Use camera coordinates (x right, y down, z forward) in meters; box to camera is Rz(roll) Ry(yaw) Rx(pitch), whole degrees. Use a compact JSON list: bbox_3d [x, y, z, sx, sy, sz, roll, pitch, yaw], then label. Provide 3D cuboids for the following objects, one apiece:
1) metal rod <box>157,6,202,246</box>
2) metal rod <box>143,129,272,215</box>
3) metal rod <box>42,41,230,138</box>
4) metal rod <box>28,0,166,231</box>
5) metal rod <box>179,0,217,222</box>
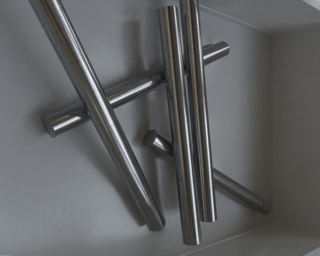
[{"bbox_3d":[0.026,0.002,0.394,0.025,0.025,0.298,-11,97,-40],"label":"metal rod"},{"bbox_3d":[0.090,0.080,0.481,0.301,0.025,0.025,33,70,-35],"label":"metal rod"},{"bbox_3d":[-0.007,-0.063,0.400,0.302,0.025,0.025,-30,109,-36],"label":"metal rod"},{"bbox_3d":[-0.053,0.003,0.332,0.025,0.025,0.299,-42,124,-32],"label":"metal rod"},{"bbox_3d":[0.052,-0.022,0.415,0.025,0.025,0.298,-10,96,-40],"label":"metal rod"}]
